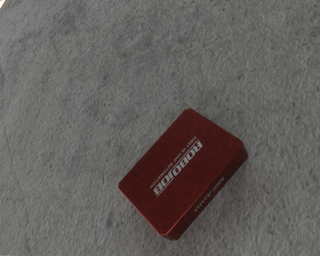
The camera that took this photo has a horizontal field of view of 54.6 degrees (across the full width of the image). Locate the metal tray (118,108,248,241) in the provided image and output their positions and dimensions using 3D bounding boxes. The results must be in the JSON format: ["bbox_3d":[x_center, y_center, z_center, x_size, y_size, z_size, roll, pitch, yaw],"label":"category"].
[{"bbox_3d":[0.025,0.049,0.358,0.130,0.030,0.090,-48,51,-6],"label":"metal tray"}]
